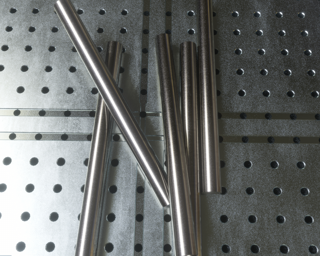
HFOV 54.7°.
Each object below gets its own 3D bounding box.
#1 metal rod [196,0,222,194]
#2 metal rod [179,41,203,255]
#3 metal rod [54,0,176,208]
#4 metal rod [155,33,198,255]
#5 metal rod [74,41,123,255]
[{"bbox_3d":[0.066,-0.060,0.434,0.025,0.025,0.299,1,70,0],"label":"metal rod"},{"bbox_3d":[0.039,0.020,0.404,0.025,0.025,0.299,1,70,0],"label":"metal rod"},{"bbox_3d":[-0.060,-0.038,0.400,0.025,0.025,0.299,-28,82,-10],"label":"metal rod"},{"bbox_3d":[0.017,0.002,0.395,0.025,0.025,0.299,-4,64,-2],"label":"metal rod"},{"bbox_3d":[-0.077,0.020,0.403,0.025,0.025,0.299,4,70,1],"label":"metal rod"}]
